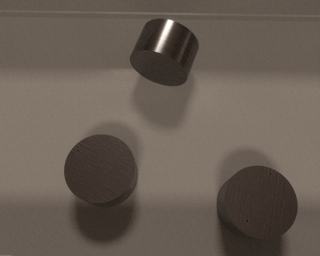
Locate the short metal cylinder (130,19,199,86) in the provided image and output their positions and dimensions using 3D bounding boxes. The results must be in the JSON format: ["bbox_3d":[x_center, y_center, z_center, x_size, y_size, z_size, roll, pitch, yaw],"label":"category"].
[{"bbox_3d":[0.006,-0.099,0.417,0.080,0.080,0.050,19,71,6],"label":"short metal cylinder"}]

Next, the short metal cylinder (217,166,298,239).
[{"bbox_3d":[0.112,0.089,0.365,0.081,0.050,0.080,0,70,0],"label":"short metal cylinder"}]

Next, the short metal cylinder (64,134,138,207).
[{"bbox_3d":[-0.069,0.053,0.376,0.081,0.050,0.080,0,70,0],"label":"short metal cylinder"}]
